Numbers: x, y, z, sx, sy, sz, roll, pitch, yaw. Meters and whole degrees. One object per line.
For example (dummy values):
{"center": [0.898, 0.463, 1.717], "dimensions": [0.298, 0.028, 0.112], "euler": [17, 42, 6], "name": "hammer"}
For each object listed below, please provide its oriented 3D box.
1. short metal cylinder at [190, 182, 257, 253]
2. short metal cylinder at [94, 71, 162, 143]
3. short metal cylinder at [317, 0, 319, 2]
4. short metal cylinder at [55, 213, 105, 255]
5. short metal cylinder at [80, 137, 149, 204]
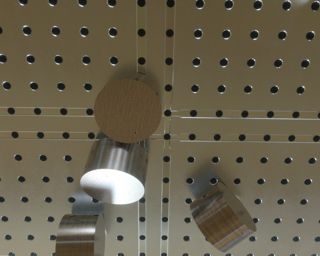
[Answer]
{"center": [0.087, 0.123, 0.431], "dimensions": [0.050, 0.080, 0.080], "euler": [-41, 105, 13], "name": "short metal cylinder"}
{"center": [-0.038, -0.027, 0.390], "dimensions": [0.081, 0.050, 0.079], "euler": [0, 110, -1], "name": "short metal cylinder"}
{"center": [0.185, -0.178, 0.321], "dimensions": [0.050, 0.080, 0.080], "euler": [37, 106, -13], "name": "short metal cylinder"}
{"center": [-0.111, 0.164, 0.443], "dimensions": [0.050, 0.080, 0.079], "euler": [-2, 110, 0], "name": "short metal cylinder"}
{"center": [-0.057, 0.057, 0.404], "dimensions": [0.080, 0.050, 0.080], "euler": [3, 137, 3], "name": "short metal cylinder"}
